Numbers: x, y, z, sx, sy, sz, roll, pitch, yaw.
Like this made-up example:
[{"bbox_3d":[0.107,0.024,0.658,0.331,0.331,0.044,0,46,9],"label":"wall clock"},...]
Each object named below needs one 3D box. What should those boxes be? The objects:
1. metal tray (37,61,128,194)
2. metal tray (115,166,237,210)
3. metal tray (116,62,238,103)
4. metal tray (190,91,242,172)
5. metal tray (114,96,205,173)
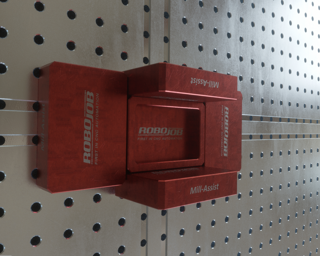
[{"bbox_3d":[-0.082,0.000,0.338,0.091,0.030,0.129,1,89,-40],"label":"metal tray"},{"bbox_3d":[0.022,0.068,0.386,0.131,0.090,0.030,1,90,-40],"label":"metal tray"},{"bbox_3d":[0.023,-0.052,0.388,0.131,0.090,0.030,1,90,-40],"label":"metal tray"},{"bbox_3d":[0.088,0.005,0.480,0.091,0.030,0.129,1,89,-41],"label":"metal tray"},{"bbox_3d":[0.004,0.008,0.408,0.131,0.030,0.089,1,90,-40],"label":"metal tray"}]
